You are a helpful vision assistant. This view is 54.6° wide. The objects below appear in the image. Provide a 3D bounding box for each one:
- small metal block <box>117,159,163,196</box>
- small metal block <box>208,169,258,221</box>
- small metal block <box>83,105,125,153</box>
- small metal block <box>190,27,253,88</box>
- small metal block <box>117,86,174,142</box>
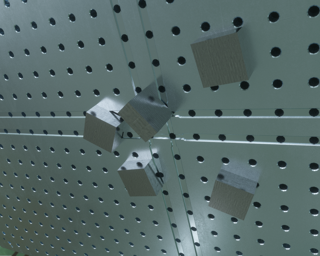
[{"bbox_3d":[-0.030,0.077,0.475,0.050,0.025,0.050,-9,114,32],"label":"small metal block"},{"bbox_3d":[0.097,0.089,0.416,0.050,0.025,0.050,19,126,17],"label":"small metal block"},{"bbox_3d":[-0.083,0.001,0.457,0.050,0.025,0.050,26,128,12],"label":"small metal block"},{"bbox_3d":[0.067,-0.074,0.331,0.050,0.025,0.050,-7,115,31],"label":"small metal block"},{"bbox_3d":[-0.017,-0.018,0.393,0.050,0.050,0.025,46,129,-4],"label":"small metal block"}]
